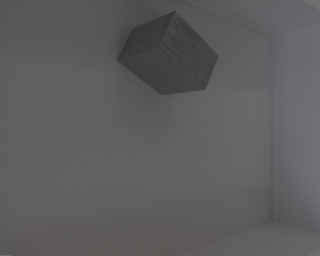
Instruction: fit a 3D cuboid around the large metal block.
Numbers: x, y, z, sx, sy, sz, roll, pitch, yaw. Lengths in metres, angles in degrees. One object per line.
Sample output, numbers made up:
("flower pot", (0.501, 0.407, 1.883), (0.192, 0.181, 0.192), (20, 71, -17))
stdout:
("large metal block", (0.009, -0.085, 0.377), (0.080, 0.080, 0.050), (35, 69, -35))
